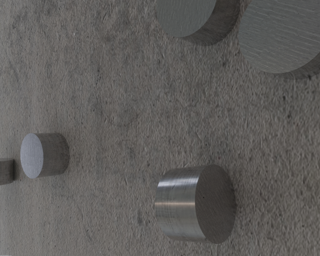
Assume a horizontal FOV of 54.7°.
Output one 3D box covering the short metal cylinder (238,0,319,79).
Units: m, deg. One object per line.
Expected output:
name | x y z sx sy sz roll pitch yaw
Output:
short metal cylinder | 0.122 -0.088 0.288 0.080 0.050 0.080 0 90 40

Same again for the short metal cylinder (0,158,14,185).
short metal cylinder | -0.360 0.094 0.667 0.080 0.081 0.050 0 90 40

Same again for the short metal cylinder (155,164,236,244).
short metal cylinder | 0.040 0.082 0.336 0.050 0.081 0.080 -12 82 39

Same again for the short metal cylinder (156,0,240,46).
short metal cylinder | 0.043 -0.139 0.353 0.080 0.050 0.080 0 90 40

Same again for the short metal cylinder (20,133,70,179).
short metal cylinder | -0.209 0.049 0.562 0.080 0.050 0.080 0 90 40
